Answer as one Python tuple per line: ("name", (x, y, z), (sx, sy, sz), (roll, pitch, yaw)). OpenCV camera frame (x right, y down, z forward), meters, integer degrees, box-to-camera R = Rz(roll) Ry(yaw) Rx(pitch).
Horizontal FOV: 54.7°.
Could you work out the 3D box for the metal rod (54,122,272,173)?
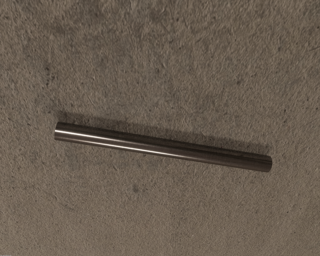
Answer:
("metal rod", (0.011, 0.028, 0.431), (0.302, 0.025, 0.025), (10, 130, -9))
